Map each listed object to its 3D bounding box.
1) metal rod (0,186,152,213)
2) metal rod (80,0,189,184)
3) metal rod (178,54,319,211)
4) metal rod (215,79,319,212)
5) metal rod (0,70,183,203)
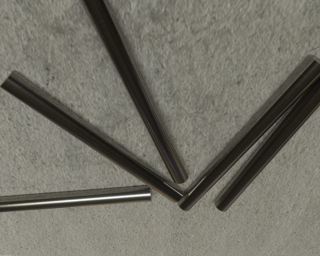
[{"bbox_3d":[-0.164,0.118,0.505,0.302,0.025,0.025,-5,130,3],"label":"metal rod"},{"bbox_3d":[-0.019,-0.032,0.379,0.025,0.025,0.299,-16,129,12],"label":"metal rod"},{"bbox_3d":[0.110,0.026,0.431,0.025,0.025,0.298,21,127,-18],"label":"metal rod"},{"bbox_3d":[0.157,0.023,0.429,0.025,0.025,0.298,16,128,-14],"label":"metal rod"},{"bbox_3d":[-0.074,0.026,0.428,0.025,0.025,0.301,-35,122,26],"label":"metal rod"}]
